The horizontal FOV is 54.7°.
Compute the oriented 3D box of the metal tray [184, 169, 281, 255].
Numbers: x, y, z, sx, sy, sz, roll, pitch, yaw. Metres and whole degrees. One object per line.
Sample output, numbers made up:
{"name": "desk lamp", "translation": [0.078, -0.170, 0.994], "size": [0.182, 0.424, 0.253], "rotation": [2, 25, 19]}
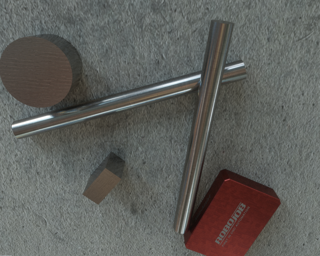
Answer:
{"name": "metal tray", "translation": [0.103, 0.134, 0.458], "size": [0.090, 0.030, 0.129], "rotation": [23, 108, -9]}

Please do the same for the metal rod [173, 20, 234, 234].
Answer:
{"name": "metal rod", "translation": [0.050, 0.018, 0.399], "size": [0.025, 0.025, 0.298], "rotation": [6, 117, -3]}

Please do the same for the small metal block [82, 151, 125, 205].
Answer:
{"name": "small metal block", "translation": [-0.075, 0.067, 0.420], "size": [0.025, 0.050, 0.050], "rotation": [38, 106, -13]}

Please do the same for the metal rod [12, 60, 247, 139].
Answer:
{"name": "metal rod", "translation": [-0.042, -0.035, 0.396], "size": [0.301, 0.025, 0.025], "rotation": [-15, 110, 5]}

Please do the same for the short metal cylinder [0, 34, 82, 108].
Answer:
{"name": "short metal cylinder", "translation": [-0.138, -0.070, 0.369], "size": [0.081, 0.050, 0.079], "rotation": [0, 110, -1]}
